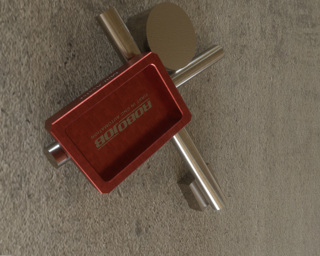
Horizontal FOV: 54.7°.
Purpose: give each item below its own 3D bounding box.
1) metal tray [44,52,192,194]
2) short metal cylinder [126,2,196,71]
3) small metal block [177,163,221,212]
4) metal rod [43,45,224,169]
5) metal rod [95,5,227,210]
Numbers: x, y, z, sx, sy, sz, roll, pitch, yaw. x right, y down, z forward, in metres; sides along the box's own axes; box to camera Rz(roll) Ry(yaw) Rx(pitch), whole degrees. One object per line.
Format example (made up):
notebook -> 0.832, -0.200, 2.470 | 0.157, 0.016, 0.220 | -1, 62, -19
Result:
metal tray -> -0.037, -0.007, 0.323 | 0.131, 0.030, 0.090 | -41, 115, -20
short metal cylinder -> -0.001, -0.110, 0.390 | 0.081, 0.050, 0.079 | 0, 90, -40
small metal block -> 0.059, 0.086, 0.458 | 0.050, 0.025, 0.050 | -41, 115, -32
metal rod -> -0.011, -0.044, 0.399 | 0.302, 0.025, 0.025 | -37, 113, -34
metal rod -> 0.014, -0.007, 0.388 | 0.025, 0.025, 0.299 | -47, 118, -30
